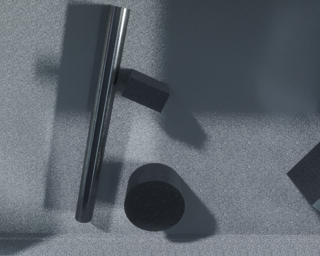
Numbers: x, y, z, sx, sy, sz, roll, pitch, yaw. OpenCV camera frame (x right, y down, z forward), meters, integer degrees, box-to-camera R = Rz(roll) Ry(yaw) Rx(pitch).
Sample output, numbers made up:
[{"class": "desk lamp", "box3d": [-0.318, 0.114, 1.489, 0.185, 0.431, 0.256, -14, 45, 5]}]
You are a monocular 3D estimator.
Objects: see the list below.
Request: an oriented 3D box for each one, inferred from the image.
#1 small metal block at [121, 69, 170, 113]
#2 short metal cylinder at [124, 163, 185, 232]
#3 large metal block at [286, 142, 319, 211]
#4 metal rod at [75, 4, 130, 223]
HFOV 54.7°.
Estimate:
[{"class": "small metal block", "box3d": [-0.017, -0.047, 0.381, 0.050, 0.050, 0.025, 23, 109, -9]}, {"class": "short metal cylinder", "box3d": [-0.007, 0.096, 0.433, 0.081, 0.050, 0.079, 0, 110, -1]}, {"class": "large metal block", "box3d": [0.229, 0.066, 0.410, 0.050, 0.080, 0.080, 36, 106, -13]}, {"class": "metal rod", "box3d": [-0.080, -0.004, 0.408, 0.025, 0.025, 0.298, 12, 110, -5]}]
